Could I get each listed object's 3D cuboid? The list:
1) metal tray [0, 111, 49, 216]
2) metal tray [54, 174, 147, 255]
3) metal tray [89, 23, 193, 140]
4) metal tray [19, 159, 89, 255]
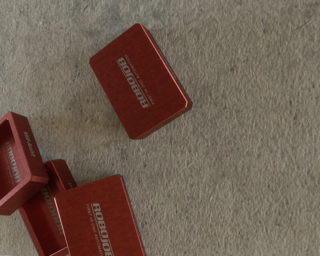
[{"bbox_3d":[-0.224,0.051,0.459,0.090,0.030,0.130,-40,60,12],"label":"metal tray"},{"bbox_3d":[-0.077,0.136,0.415,0.091,0.030,0.129,-17,84,-4],"label":"metal tray"},{"bbox_3d":[-0.027,-0.060,0.415,0.090,0.030,0.130,-32,80,16],"label":"metal tray"},{"bbox_3d":[-0.158,0.123,0.460,0.090,0.030,0.130,-32,80,17],"label":"metal tray"}]
